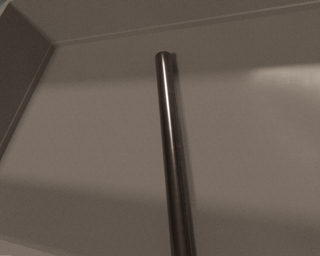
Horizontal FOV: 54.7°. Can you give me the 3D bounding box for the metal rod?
[{"bbox_3d":[0.015,0.018,0.385,0.025,0.025,0.299,-17,55,18],"label":"metal rod"}]
